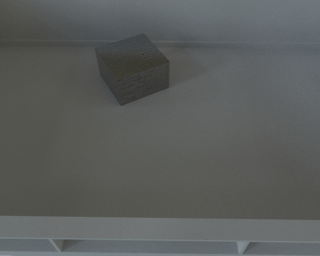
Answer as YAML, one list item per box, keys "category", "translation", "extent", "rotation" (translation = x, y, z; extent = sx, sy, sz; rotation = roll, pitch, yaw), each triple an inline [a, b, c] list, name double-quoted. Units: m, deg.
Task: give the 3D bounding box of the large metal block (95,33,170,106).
- category: "large metal block"
  translation: [-0.041, -0.089, 0.464]
  extent: [0.081, 0.050, 0.080]
  rotation: [-23, 54, -18]
